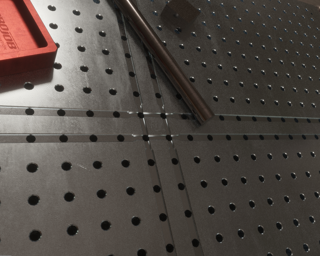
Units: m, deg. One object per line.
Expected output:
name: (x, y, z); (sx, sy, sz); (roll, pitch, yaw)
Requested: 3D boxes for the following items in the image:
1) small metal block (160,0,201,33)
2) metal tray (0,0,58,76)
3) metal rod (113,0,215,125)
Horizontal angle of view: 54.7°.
small metal block: (0.037, -0.205, 0.555); (0.050, 0.025, 0.050); (40, 51, -1)
metal tray: (-0.196, -0.127, 0.376); (0.091, 0.030, 0.130); (-22, 74, -36)
metal rod: (-0.011, -0.133, 0.484); (0.025, 0.025, 0.299); (-25, 76, -37)
